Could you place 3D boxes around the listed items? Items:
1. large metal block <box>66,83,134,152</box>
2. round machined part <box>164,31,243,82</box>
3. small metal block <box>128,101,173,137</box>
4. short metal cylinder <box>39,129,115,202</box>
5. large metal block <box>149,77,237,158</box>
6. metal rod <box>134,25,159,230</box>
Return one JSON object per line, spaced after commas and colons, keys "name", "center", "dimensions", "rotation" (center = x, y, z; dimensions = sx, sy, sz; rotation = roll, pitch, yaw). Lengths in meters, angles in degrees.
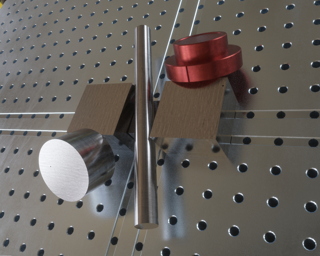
{"name": "large metal block", "center": [-0.073, -0.016, 0.441], "dimensions": [0.080, 0.050, 0.080], "rotation": [2, 63, 29]}
{"name": "round machined part", "center": [0.053, -0.095, 0.396], "dimensions": [0.098, 0.042, 0.098], "rotation": [-11, 24, 5]}
{"name": "small metal block", "center": [-0.009, -0.009, 0.419], "dimensions": [0.050, 0.025, 0.050], "rotation": [1, 62, 28]}
{"name": "short metal cylinder", "center": [-0.105, 0.045, 0.392], "dimensions": [0.080, 0.050, 0.079], "rotation": [9, 109, 27]}
{"name": "large metal block", "center": [0.043, -0.012, 0.378], "dimensions": [0.080, 0.050, 0.080], "rotation": [1, 62, 28]}
{"name": "metal rod", "center": [-0.020, -0.024, 0.400], "dimensions": [0.025, 0.025, 0.299], "rotation": [-16, 55, 19]}
